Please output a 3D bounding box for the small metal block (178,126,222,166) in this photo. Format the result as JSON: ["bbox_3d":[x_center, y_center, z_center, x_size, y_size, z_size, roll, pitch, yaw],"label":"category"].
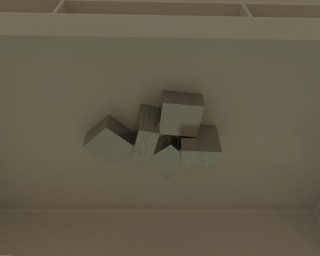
[{"bbox_3d":[0.051,0.022,0.410,0.050,0.050,0.025,2,130,-3],"label":"small metal block"}]

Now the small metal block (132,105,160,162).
[{"bbox_3d":[-0.018,0.007,0.395,0.025,0.050,0.050,10,129,-9],"label":"small metal block"}]

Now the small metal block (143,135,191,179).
[{"bbox_3d":[0.012,0.040,0.441,0.050,0.025,0.050,-33,123,24],"label":"small metal block"}]

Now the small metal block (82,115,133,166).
[{"bbox_3d":[-0.068,0.018,0.421,0.050,0.025,0.050,-37,122,27],"label":"small metal block"}]

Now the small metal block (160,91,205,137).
[{"bbox_3d":[0.025,-0.017,0.393,0.050,0.025,0.050,5,130,-5],"label":"small metal block"}]
